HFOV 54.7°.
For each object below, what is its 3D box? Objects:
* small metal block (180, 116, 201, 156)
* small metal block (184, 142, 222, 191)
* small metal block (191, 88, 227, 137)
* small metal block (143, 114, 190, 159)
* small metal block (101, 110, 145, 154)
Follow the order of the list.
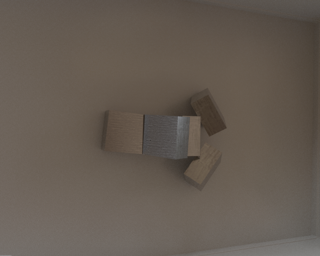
[{"bbox_3d":[0.030,0.010,0.408,0.025,0.050,0.050,1,90,-20],"label":"small metal block"},{"bbox_3d":[0.058,0.053,0.416,0.025,0.050,0.050,32,76,18],"label":"small metal block"},{"bbox_3d":[0.066,-0.023,0.418,0.025,0.050,0.050,-28,102,15],"label":"small metal block"},{"bbox_3d":[0.007,0.010,0.380,0.025,0.050,0.050,1,93,-52],"label":"small metal block"},{"bbox_3d":[-0.045,0.005,0.392,0.050,0.025,0.050,7,88,-20],"label":"small metal block"}]
